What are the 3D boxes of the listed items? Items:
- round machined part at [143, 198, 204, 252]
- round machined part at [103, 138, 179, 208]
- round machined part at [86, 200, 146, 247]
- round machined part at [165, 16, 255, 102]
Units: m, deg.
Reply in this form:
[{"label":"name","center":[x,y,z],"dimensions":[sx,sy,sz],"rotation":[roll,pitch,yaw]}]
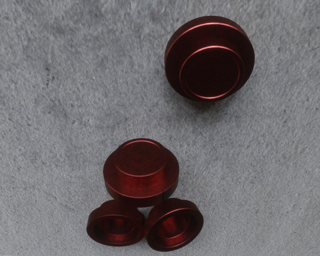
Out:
[{"label":"round machined part","center":[0.019,0.155,0.515],"dimensions":[0.099,0.042,0.097],"rotation":[-11,124,-17]},{"label":"round machined part","center":[-0.024,0.050,0.402],"dimensions":[0.099,0.098,0.042],"rotation":[0,130,-1]},{"label":"round machined part","center":[-0.073,0.159,0.531],"dimensions":[0.099,0.042,0.097],"rotation":[0,130,0]},{"label":"round machined part","center":[0.054,-0.067,0.340],"dimensions":[0.099,0.042,0.097],"rotation":[-1,130,0]}]
